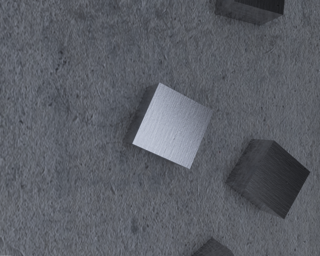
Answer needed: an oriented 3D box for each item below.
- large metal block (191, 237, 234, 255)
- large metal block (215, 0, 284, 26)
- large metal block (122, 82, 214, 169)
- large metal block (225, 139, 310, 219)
[{"bbox_3d":[0.073,0.215,0.423,0.080,0.050,0.080,-35,102,-17],"label":"large metal block"},{"bbox_3d":[0.130,-0.202,0.443,0.081,0.050,0.080,6,88,-20],"label":"large metal block"},{"bbox_3d":[0.010,-0.002,0.399,0.080,0.050,0.080,26,82,-18],"label":"large metal block"},{"bbox_3d":[0.157,0.072,0.454,0.080,0.050,0.080,38,78,-16],"label":"large metal block"}]
